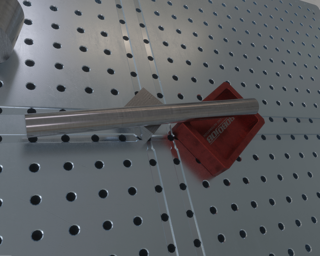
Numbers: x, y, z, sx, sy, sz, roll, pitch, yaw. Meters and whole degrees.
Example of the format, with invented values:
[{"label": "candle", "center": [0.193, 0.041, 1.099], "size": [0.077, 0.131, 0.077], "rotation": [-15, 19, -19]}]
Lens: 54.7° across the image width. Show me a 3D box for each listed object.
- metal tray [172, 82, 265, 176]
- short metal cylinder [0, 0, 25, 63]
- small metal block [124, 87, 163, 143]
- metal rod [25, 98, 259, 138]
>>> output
[{"label": "metal tray", "center": [0.090, -0.003, 0.455], "size": [0.090, 0.030, 0.131], "rotation": [47, 51, 4]}, {"label": "short metal cylinder", "center": [-0.197, -0.116, 0.337], "size": [0.081, 0.080, 0.050], "rotation": [15, 56, -20]}, {"label": "small metal block", "center": [-0.020, -0.018, 0.408], "size": [0.050, 0.025, 0.050], "rotation": [40, 51, -2]}, {"label": "metal rod", "center": [-0.002, -0.017, 0.382], "size": [0.303, 0.025, 0.025], "rotation": [-6, 65, -25]}]
